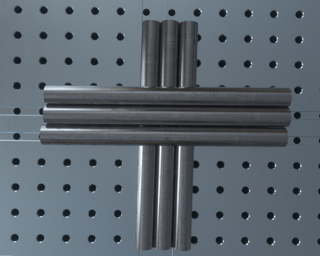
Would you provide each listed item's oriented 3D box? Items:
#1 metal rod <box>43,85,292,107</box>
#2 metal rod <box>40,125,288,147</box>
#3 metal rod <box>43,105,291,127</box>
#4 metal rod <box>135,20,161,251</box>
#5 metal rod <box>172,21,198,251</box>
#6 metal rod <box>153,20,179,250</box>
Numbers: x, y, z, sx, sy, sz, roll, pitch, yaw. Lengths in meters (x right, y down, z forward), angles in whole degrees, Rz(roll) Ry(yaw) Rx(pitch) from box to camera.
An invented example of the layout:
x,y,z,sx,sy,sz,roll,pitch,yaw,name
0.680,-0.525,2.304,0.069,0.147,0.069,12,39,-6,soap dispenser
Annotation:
x,y,z,sx,sy,sz,roll,pitch,yaw,name
0.010,-0.040,0.388,0.302,0.025,0.025,1,90,0,metal rod
0.005,0.010,0.388,0.302,0.025,0.025,1,90,0,metal rod
0.009,-0.015,0.388,0.302,0.025,0.025,1,90,0,metal rod
-0.016,0.009,0.413,0.025,0.025,0.298,2,90,0,metal rod
0.034,0.010,0.414,0.025,0.025,0.298,2,90,0,metal rod
0.008,0.009,0.413,0.025,0.025,0.298,2,90,0,metal rod
